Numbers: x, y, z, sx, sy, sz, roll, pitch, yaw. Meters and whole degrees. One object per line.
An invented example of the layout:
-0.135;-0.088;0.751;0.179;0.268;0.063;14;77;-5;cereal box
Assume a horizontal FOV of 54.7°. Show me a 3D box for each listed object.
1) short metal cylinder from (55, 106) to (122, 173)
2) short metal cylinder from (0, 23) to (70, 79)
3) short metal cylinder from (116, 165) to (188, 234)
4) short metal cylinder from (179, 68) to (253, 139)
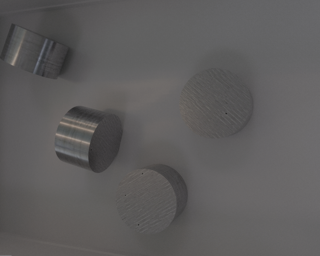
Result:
-0.093;0.015;0.414;0.050;0.080;0.080;15;95;19;short metal cylinder
-0.178;-0.109;0.444;0.080;0.080;0.050;26;99;18;short metal cylinder
-0.010;0.089;0.401;0.080;0.050;0.080;0;90;20;short metal cylinder
0.069;-0.028;0.373;0.080;0.050;0.080;0;90;20;short metal cylinder
